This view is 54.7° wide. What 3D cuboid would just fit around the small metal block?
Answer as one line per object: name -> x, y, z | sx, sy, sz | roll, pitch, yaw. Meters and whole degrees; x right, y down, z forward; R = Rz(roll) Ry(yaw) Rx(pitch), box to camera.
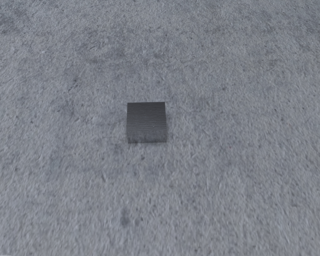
small metal block -> -0.018, -0.008, 0.409 | 0.050, 0.025, 0.050 | -2, 50, -2
